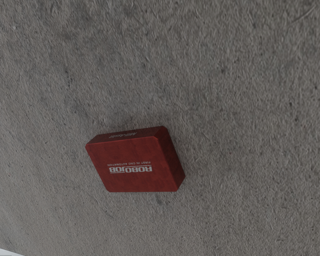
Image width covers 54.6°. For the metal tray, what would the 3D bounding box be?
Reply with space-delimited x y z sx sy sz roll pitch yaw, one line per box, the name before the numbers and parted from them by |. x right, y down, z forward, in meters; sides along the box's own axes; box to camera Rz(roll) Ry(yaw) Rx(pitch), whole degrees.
metal tray | -0.038 0.049 0.455 0.130 0.030 0.090 -8 115 31
